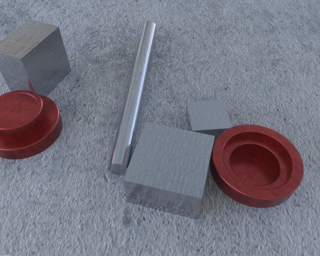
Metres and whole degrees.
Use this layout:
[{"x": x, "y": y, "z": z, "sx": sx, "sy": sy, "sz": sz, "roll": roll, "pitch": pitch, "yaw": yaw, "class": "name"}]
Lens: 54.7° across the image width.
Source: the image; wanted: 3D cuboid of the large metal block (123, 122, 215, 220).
[{"x": 0.012, "y": 0.046, "z": 0.348, "sx": 0.080, "sy": 0.050, "sz": 0.080, "roll": 12, "pitch": 51, "yaw": 9, "class": "large metal block"}]

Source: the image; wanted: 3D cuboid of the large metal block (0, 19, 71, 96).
[{"x": -0.181, "y": -0.096, "z": 0.447, "sx": 0.050, "sy": 0.080, "sz": 0.080, "roll": 18, "pitch": 52, "yaw": 15, "class": "large metal block"}]

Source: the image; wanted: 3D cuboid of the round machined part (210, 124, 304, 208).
[{"x": 0.105, "y": 0.046, "z": 0.353, "sx": 0.099, "sy": 0.042, "sz": 0.098, "roll": 1, "pitch": 50, "yaw": -1, "class": "round machined part"}]

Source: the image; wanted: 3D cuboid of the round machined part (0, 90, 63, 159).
[{"x": -0.181, "y": -0.011, "z": 0.400, "sx": 0.099, "sy": 0.042, "sz": 0.098, "roll": 0, "pitch": 50, "yaw": 0, "class": "round machined part"}]

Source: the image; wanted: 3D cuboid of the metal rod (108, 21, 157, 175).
[{"x": -0.033, "y": -0.066, "z": 0.457, "sx": 0.025, "sy": 0.025, "sz": 0.300, "roll": 5, "pitch": 50, "yaw": 4, "class": "metal rod"}]

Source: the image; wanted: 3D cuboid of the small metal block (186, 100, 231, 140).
[{"x": 0.063, "y": -0.009, "z": 0.411, "sx": 0.050, "sy": 0.025, "sz": 0.050, "roll": -4, "pitch": 50, "yaw": -4, "class": "small metal block"}]
